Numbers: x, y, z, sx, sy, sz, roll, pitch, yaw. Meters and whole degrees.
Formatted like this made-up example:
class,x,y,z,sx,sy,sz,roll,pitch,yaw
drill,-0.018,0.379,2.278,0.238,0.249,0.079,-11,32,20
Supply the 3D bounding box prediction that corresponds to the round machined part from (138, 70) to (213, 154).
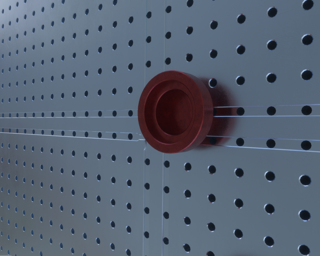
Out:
class,x,y,z,sx,sy,sz,roll,pitch,yaw
round machined part,0.022,-0.019,0.378,0.098,0.042,0.097,0,90,39
